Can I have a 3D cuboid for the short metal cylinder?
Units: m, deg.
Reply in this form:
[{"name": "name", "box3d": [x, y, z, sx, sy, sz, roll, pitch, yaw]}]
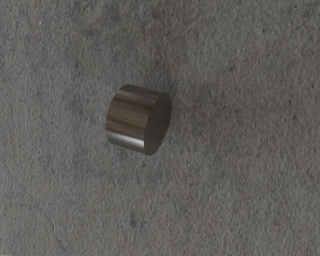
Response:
[{"name": "short metal cylinder", "box3d": [-0.024, -0.011, 0.387, 0.050, 0.080, 0.079, 16, 95, 19]}]
